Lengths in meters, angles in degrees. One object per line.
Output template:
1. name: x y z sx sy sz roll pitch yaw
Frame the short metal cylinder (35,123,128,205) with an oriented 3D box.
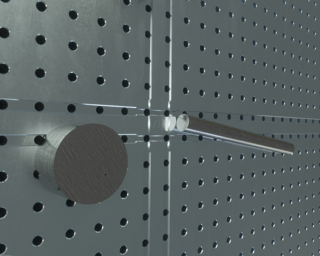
1. short metal cylinder: -0.081 0.035 0.324 0.081 0.050 0.080 0 90 -40

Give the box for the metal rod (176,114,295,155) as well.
1. metal rod: 0.146 0.017 0.531 0.302 0.025 0.025 12 82 -39
